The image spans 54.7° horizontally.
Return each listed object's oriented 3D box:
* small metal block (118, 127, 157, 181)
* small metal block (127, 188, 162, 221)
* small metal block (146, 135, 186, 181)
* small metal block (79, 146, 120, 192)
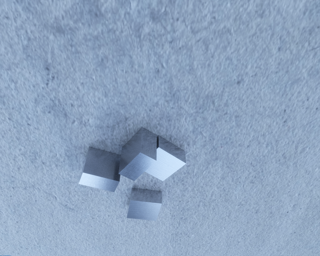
[{"bbox_3d":[-0.030,0.035,0.420,0.025,0.050,0.050,31,124,-23],"label":"small metal block"},{"bbox_3d":[-0.026,0.128,0.516,0.050,0.025,0.050,8,130,-8],"label":"small metal block"},{"bbox_3d":[0.001,0.044,0.445,0.050,0.025,0.050,33,123,-25],"label":"small metal block"},{"bbox_3d":[-0.083,0.058,0.439,0.050,0.050,0.025,17,128,-15],"label":"small metal block"}]
